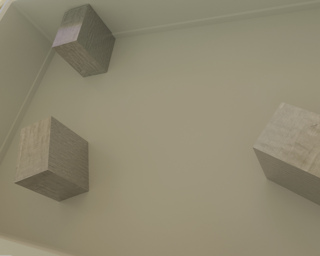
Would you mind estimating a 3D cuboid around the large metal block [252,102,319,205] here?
[{"bbox_3d":[0.139,0.030,0.279,0.080,0.080,0.050,28,77,37],"label":"large metal block"}]

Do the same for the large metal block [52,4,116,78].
[{"bbox_3d":[-0.126,-0.146,0.526,0.050,0.080,0.080,-7,59,26],"label":"large metal block"}]

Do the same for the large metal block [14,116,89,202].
[{"bbox_3d":[-0.141,0.044,0.418,0.050,0.080,0.080,-21,54,16],"label":"large metal block"}]
